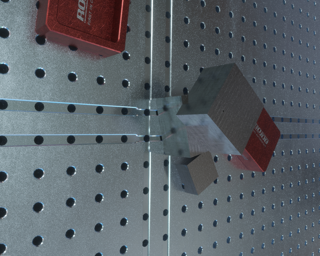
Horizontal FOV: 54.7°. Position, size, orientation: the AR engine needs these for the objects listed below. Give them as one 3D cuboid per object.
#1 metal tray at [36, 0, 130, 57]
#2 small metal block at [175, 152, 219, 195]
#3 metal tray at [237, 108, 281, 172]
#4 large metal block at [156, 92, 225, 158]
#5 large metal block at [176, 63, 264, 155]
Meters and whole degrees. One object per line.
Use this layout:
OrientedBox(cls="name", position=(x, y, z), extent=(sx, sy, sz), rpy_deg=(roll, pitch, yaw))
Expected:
OrientedBox(cls="metal tray", position=(-0.078, -0.153, 0.339), extent=(0.091, 0.030, 0.129), rpy_deg=(9, 85, -40))
OrientedBox(cls="small metal block", position=(0.055, 0.062, 0.455), extent=(0.050, 0.025, 0.050), rpy_deg=(-33, 111, -35))
OrientedBox(cls="metal tray", position=(0.156, 0.005, 0.536), extent=(0.130, 0.030, 0.090), rpy_deg=(46, 63, -30))
OrientedBox(cls="large metal block", position=(0.047, -0.009, 0.432), extent=(0.081, 0.050, 0.079), rpy_deg=(-16, 100, -39))
OrientedBox(cls="large metal block", position=(0.079, -0.022, 0.394), extent=(0.080, 0.050, 0.080), rpy_deg=(46, 63, -31))
